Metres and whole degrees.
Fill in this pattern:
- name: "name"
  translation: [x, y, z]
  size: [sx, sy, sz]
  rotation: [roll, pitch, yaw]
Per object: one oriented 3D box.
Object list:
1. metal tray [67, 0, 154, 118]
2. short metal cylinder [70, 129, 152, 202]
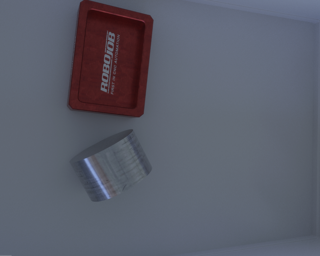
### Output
- name: "metal tray"
  translation: [-0.061, -0.082, 0.385]
  size: [0.091, 0.030, 0.129]
  rotation: [7, 88, -20]
- name: "short metal cylinder"
  translation: [-0.056, 0.042, 0.361]
  size: [0.080, 0.080, 0.050]
  rotation: [-29, 100, -18]
